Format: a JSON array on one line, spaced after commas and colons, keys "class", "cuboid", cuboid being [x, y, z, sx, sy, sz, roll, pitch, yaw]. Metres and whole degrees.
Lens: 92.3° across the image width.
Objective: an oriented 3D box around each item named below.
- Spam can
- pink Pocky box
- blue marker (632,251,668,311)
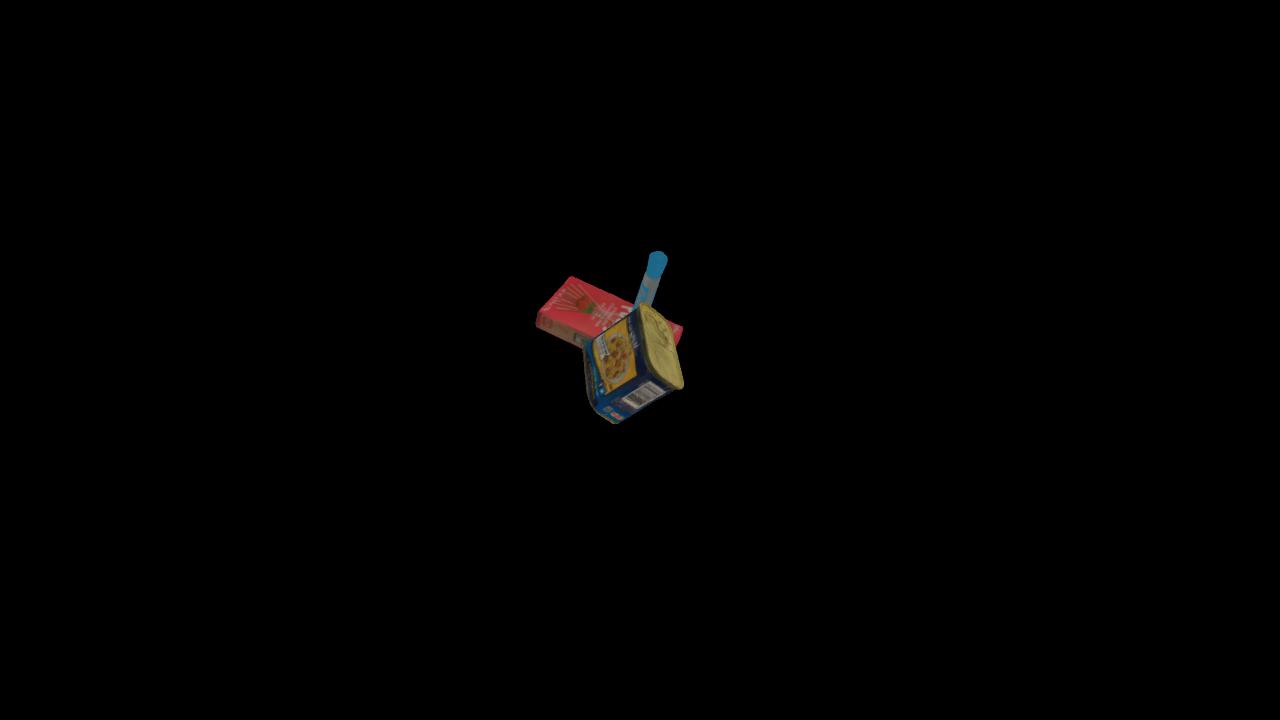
[{"class": "Spam can", "cuboid": [-0.010, 0.004, 0.634, 0.085, 0.101, 0.058, -33, -46, 24]}, {"class": "pink Pocky box", "cuboid": [-0.034, -0.039, 0.718, 0.155, 0.029, 0.084, 26, 45, 7]}, {"class": "blue marker", "cuboid": [0.007, -0.069, 0.642, 0.020, 0.020, 0.121, 0, -34, -15]}]
